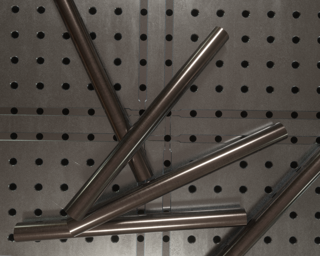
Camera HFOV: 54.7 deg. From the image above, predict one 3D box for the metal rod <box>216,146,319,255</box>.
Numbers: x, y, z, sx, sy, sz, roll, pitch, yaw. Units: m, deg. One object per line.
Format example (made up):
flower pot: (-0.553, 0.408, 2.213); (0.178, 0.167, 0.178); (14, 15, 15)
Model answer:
metal rod: (0.140, 0.122, 0.415); (0.025, 0.025, 0.300); (44, 90, -1)

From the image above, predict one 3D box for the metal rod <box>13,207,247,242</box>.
metal rod: (-0.038, 0.128, 0.412); (0.302, 0.025, 0.025); (-4, 90, -1)

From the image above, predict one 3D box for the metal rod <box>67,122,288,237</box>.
metal rod: (0.026, 0.064, 0.402); (0.302, 0.025, 0.025); (-24, 90, -5)

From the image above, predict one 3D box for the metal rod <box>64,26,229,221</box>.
metal rod: (-0.011, -0.011, 0.393); (0.025, 0.025, 0.300); (39, 82, 0)

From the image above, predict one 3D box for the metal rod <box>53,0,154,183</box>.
metal rod: (-0.082, -0.069, 0.412); (0.025, 0.025, 0.299); (-25, 90, 0)
